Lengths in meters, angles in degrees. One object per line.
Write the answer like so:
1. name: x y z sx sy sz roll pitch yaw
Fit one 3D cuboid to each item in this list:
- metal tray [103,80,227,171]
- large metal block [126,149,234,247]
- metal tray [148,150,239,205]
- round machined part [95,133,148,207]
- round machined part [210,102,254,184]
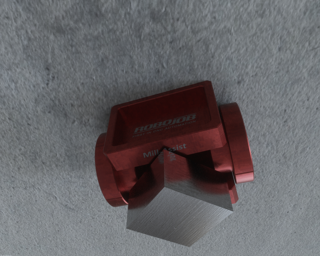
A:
1. metal tray: 0.004 -0.005 0.363 0.130 0.090 0.030 -14 129 11
2. large metal block: 0.019 0.079 0.339 0.080 0.050 0.080 23 126 -19
3. metal tray: 0.032 0.069 0.423 0.130 0.090 0.030 -13 129 10
4. round machined part: -0.045 0.050 0.402 0.042 0.098 0.098 -12 129 10
5. round machined part: 0.082 0.020 0.379 0.042 0.098 0.098 -12 129 10
